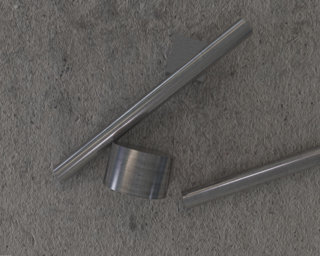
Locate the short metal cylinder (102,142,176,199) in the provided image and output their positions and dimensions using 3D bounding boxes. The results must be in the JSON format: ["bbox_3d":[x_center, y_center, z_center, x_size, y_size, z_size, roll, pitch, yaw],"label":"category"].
[{"bbox_3d":[-0.025,0.051,0.382,0.080,0.080,0.050,14,90,0],"label":"short metal cylinder"}]

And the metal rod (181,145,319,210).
[{"bbox_3d":[0.175,0.048,0.411,0.302,0.025,0.025,-18,90,0],"label":"metal rod"}]

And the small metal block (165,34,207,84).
[{"bbox_3d":[0.038,-0.090,0.410,0.050,0.025,0.050,16,90,0],"label":"small metal block"}]

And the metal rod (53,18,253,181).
[{"bbox_3d":[-0.014,-0.031,0.391,0.300,0.025,0.025,-38,90,7],"label":"metal rod"}]
